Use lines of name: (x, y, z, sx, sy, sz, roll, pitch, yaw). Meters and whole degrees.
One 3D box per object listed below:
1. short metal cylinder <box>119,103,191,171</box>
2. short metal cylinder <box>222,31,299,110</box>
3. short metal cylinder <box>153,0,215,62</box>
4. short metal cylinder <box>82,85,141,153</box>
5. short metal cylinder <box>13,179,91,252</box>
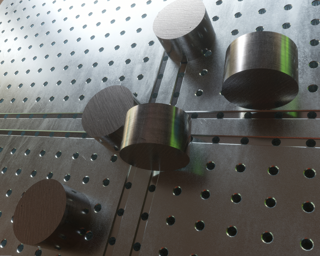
short metal cylinder: (-0.004, 0.013, 0.366, 0.080, 0.080, 0.050, -8, 59, 24)
short metal cylinder: (0.113, -0.062, 0.351, 0.080, 0.080, 0.050, -3, 61, 26)
short metal cylinder: (0.036, -0.146, 0.461, 0.080, 0.050, 0.080, -13, 56, 20)
short metal cylinder: (-0.060, -0.012, 0.429, 0.080, 0.050, 0.080, -13, 56, 21)
short metal cylinder: (-0.136, 0.111, 0.394, 0.080, 0.050, 0.080, -13, 56, 20)
